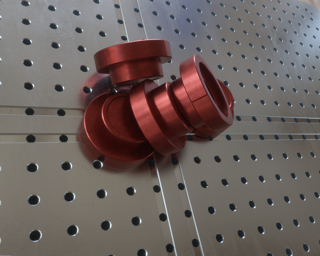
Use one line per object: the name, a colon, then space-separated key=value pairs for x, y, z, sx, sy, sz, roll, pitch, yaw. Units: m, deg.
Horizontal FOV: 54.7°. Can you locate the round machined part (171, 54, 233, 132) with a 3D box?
round machined part: x=0.050 y=-0.039 z=0.388 sx=0.098 sy=0.042 sz=0.098 roll=47 pitch=27 yaw=-34

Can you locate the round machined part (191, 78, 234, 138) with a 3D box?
round machined part: x=0.070 y=-0.038 z=0.460 sx=0.099 sy=0.042 sz=0.098 roll=14 pitch=56 yaw=-21

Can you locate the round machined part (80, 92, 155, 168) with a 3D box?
round machined part: x=-0.043 y=-0.004 z=0.378 sx=0.099 sy=0.042 sz=0.098 roll=14 pitch=56 yaw=-21

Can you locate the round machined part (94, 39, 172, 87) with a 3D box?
round machined part: x=-0.032 y=-0.080 z=0.401 sx=0.099 sy=0.098 sz=0.042 roll=-13 pitch=95 yaw=-34

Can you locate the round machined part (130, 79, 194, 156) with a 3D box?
round machined part: x=0.008 y=-0.018 z=0.384 sx=0.098 sy=0.042 sz=0.098 roll=53 pitch=21 yaw=-30
